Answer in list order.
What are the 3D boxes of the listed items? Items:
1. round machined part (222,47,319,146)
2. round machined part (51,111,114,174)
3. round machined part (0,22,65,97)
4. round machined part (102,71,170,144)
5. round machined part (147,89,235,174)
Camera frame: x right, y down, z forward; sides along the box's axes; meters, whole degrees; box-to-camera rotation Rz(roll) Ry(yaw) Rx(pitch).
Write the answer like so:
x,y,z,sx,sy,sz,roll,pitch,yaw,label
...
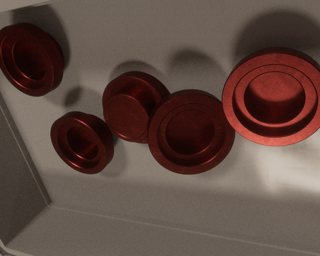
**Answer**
x,y,z,sx,sy,sz,roll,pitch,yaw,label
0.116,-0.034,0.313,0.098,0.042,0.097,10,121,18,round machined part
-0.111,0.018,0.465,0.098,0.042,0.097,13,124,20,round machined part
-0.173,-0.096,0.427,0.098,0.042,0.097,13,124,20,round machined part
-0.034,-0.021,0.401,0.098,0.042,0.097,13,124,20,round machined part
0.034,0.002,0.362,0.099,0.042,0.097,-2,111,-4,round machined part
